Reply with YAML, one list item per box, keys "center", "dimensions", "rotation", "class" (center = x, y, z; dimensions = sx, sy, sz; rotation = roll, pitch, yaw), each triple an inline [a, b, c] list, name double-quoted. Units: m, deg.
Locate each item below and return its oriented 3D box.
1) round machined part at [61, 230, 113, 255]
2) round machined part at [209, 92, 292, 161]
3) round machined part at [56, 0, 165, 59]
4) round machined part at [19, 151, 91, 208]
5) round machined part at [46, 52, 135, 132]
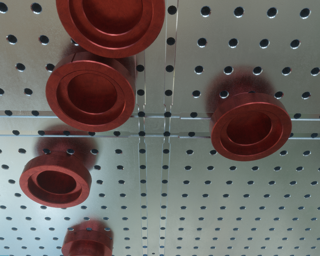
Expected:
- center: [-0.144, 0.246, 0.608]
  dimensions: [0.099, 0.042, 0.097]
  rotation: [-1, 130, 0]
  class: "round machined part"
- center: [0.112, -0.006, 0.398]
  dimensions: [0.099, 0.042, 0.097]
  rotation: [-1, 130, 0]
  class: "round machined part"
- center: [-0.044, -0.120, 0.297]
  dimensions: [0.099, 0.042, 0.097]
  rotation: [-1, 130, 0]
  class: "round machined part"
- center: [-0.151, 0.073, 0.460]
  dimensions: [0.099, 0.042, 0.097]
  rotation: [-1, 130, 0]
  class: "round machined part"
- center: [-0.077, -0.045, 0.361]
  dimensions: [0.099, 0.042, 0.097]
  rotation: [-1, 130, 0]
  class: "round machined part"
